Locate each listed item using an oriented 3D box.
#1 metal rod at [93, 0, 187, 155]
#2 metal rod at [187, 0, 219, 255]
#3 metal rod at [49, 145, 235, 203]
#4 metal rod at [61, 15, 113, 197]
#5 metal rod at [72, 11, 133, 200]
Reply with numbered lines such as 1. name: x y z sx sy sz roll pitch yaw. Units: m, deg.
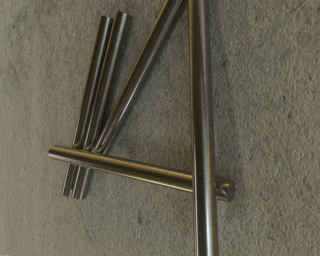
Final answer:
1. metal rod: -0.023 -0.082 0.424 0.025 0.025 0.298 44 116 31
2. metal rod: 0.046 -0.012 0.343 0.025 0.025 0.298 -9 77 39
3. metal rod: -0.046 0.055 0.423 0.300 0.025 0.025 7 95 33
4. metal rod: -0.118 -0.027 0.502 0.025 0.025 0.298 26 106 37
5. metal rod: -0.093 -0.026 0.481 0.025 0.025 0.298 27 107 37
